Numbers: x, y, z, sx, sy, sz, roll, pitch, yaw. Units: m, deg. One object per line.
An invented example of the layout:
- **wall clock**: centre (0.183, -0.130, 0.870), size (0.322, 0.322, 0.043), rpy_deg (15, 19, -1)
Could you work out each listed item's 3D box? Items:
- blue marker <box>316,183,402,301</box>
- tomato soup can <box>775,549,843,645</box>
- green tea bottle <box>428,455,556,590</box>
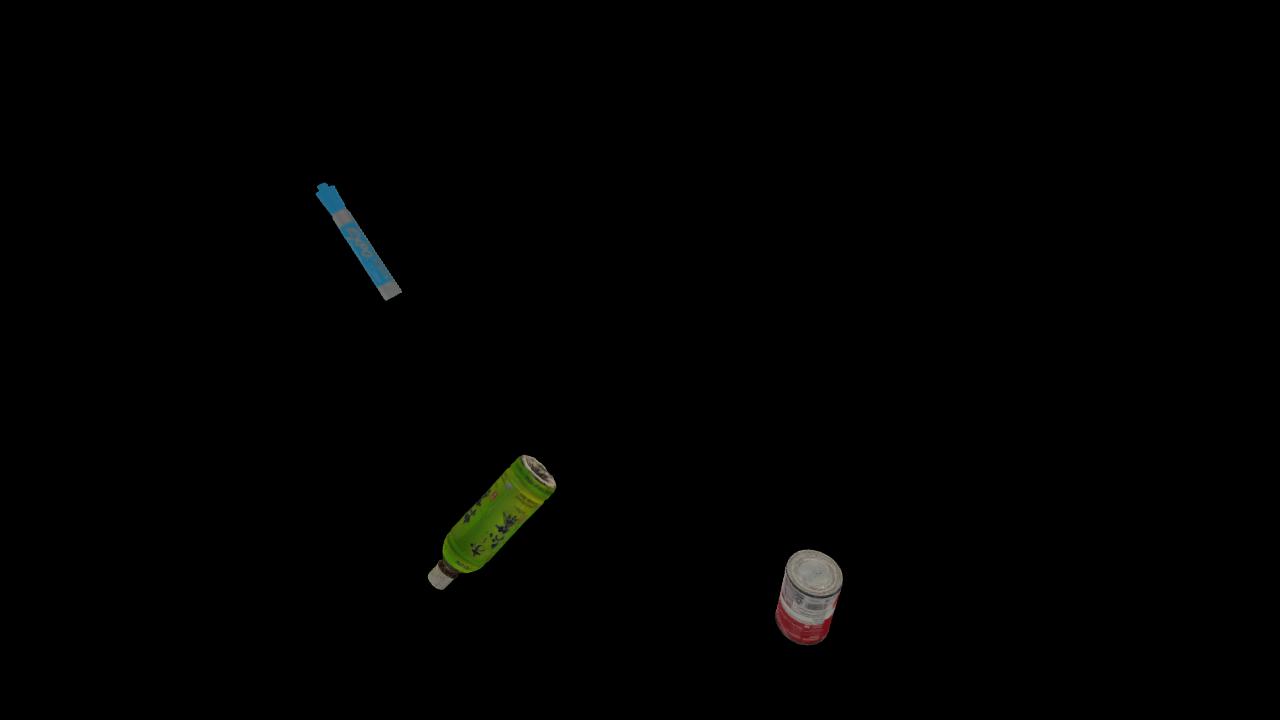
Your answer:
- **blue marker**: centre (-0.272, -0.114, 0.595), size (0.020, 0.121, 0.020), rpy_deg (-26, 16, 8)
- **tomato soup can**: centre (0.204, 0.288, 0.749), size (0.068, 0.101, 0.068), rpy_deg (-1, 35, 0)
- **green tea bottle**: centre (-0.207, 0.227, 0.841), size (0.073, 0.212, 0.073), rpy_deg (41, 2, -2)
